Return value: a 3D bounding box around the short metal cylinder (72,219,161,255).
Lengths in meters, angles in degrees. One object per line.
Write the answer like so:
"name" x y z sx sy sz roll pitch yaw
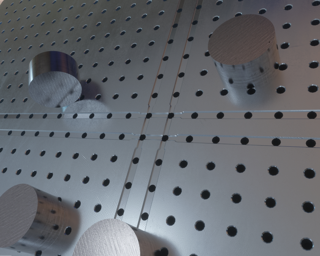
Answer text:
"short metal cylinder" -0.045 0.142 0.327 0.080 0.050 0.080 -13 56 20

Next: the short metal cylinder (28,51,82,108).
"short metal cylinder" -0.173 -0.079 0.509 0.080 0.080 0.050 -27 53 11

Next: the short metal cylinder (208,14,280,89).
"short metal cylinder" 0.107 -0.097 0.394 0.080 0.050 0.080 -13 56 21

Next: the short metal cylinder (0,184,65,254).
"short metal cylinder" -0.175 0.120 0.408 0.080 0.050 0.080 -13 56 21
